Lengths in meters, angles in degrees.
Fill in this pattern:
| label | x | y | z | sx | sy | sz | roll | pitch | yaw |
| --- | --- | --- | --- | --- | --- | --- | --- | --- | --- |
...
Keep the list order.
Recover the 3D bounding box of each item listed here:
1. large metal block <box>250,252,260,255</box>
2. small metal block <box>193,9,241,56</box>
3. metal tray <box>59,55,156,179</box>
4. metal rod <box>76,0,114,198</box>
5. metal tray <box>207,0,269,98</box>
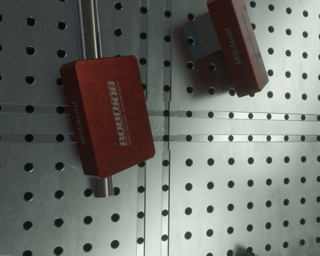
| label | x | y | z | sx | sy | sz | roll | pitch | yaw |
| --- | --- | --- | --- | --- | --- | --- | --- | --- | --- |
| large metal block | 0.167 | 0.247 | 0.464 | 0.080 | 0.050 | 0.080 | 29 | 80 | -18 |
| small metal block | 0.080 | -0.133 | 0.428 | 0.025 | 0.050 | 0.050 | -32 | 105 | -60 |
| metal tray | -0.057 | -0.016 | 0.365 | 0.091 | 0.030 | 0.129 | -19 | 102 | -45 |
| metal rod | -0.082 | -0.065 | 0.382 | 0.025 | 0.025 | 0.298 | -5 | 92 | -20 |
| metal tray | 0.110 | -0.114 | 0.424 | 0.090 | 0.030 | 0.129 | -33 | 105 | -60 |
